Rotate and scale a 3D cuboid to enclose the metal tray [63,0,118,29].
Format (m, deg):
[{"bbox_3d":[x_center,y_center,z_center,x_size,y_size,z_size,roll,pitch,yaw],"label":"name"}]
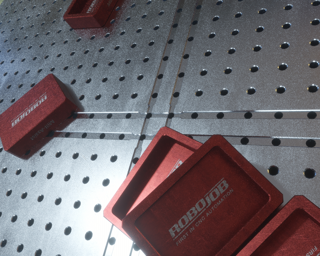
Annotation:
[{"bbox_3d":[-0.131,-0.264,0.632,0.090,0.030,0.130,8,66,31],"label":"metal tray"}]

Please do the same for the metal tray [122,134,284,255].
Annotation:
[{"bbox_3d":[0.040,0.081,0.301,0.130,0.030,0.090,-42,77,-9],"label":"metal tray"}]

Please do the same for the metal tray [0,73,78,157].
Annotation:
[{"bbox_3d":[-0.213,-0.024,0.528,0.130,0.030,0.090,-40,51,0],"label":"metal tray"}]

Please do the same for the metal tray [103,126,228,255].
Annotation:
[{"bbox_3d":[0.006,0.070,0.357,0.090,0.030,0.130,26,75,36],"label":"metal tray"}]

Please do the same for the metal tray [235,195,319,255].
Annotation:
[{"bbox_3d":[0.112,0.134,0.263,0.130,0.030,0.090,-44,51,-3],"label":"metal tray"}]
